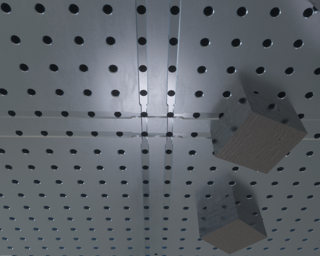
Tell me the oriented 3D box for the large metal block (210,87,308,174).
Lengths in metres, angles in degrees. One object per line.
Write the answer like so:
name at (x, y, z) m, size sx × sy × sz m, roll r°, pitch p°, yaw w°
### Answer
large metal block at (0.123, 0.006, 0.401) m, size 0.080 × 0.050 × 0.080 m, roll 19°, pitch 128°, yaw -16°

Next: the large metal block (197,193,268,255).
large metal block at (0.124, 0.168, 0.539) m, size 0.080 × 0.050 × 0.080 m, roll 36°, pitch 121°, yaw -27°

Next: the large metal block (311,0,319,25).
large metal block at (0.199, -0.090, 0.301) m, size 0.050 × 0.080 × 0.080 m, roll -29°, pitch 124°, yaw 22°
